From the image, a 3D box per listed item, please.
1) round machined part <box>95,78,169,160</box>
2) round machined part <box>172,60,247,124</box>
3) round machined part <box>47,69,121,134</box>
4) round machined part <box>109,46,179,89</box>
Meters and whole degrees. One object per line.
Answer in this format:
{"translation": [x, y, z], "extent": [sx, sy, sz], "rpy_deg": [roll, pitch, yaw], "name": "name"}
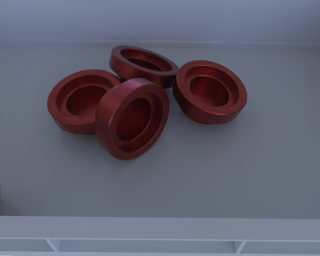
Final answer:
{"translation": [-0.037, -0.014, 0.370], "extent": [0.042, 0.097, 0.099], "rpy_deg": [31, 56, 33], "name": "round machined part"}
{"translation": [0.064, -0.044, 0.422], "extent": [0.099, 0.042, 0.098], "rpy_deg": [9, 52, -11], "name": "round machined part"}
{"translation": [-0.094, -0.030, 0.414], "extent": [0.099, 0.042, 0.098], "rpy_deg": [-3, 52, 4], "name": "round machined part"}
{"translation": [-0.025, -0.079, 0.444], "extent": [0.099, 0.042, 0.098], "rpy_deg": [16, 28, -9], "name": "round machined part"}
